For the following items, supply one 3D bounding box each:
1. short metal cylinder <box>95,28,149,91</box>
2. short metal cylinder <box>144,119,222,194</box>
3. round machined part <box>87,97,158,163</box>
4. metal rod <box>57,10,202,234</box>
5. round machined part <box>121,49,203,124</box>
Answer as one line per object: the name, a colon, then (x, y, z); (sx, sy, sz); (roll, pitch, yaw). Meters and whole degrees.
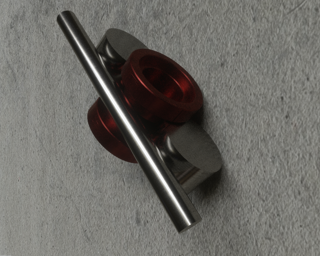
short metal cylinder: (-0.049, -0.085, 0.408); (0.050, 0.081, 0.080); (-46, 63, 30)
short metal cylinder: (0.023, 0.030, 0.350); (0.050, 0.081, 0.080); (-46, 63, 30)
round machined part: (-0.037, -0.008, 0.385); (0.042, 0.099, 0.098); (-45, 64, 26)
metal rod: (-0.047, -0.026, 0.339); (0.025, 0.025, 0.299); (-47, 62, 29)
round machined part: (-0.002, -0.043, 0.359); (0.042, 0.099, 0.098); (-49, 61, 34)
